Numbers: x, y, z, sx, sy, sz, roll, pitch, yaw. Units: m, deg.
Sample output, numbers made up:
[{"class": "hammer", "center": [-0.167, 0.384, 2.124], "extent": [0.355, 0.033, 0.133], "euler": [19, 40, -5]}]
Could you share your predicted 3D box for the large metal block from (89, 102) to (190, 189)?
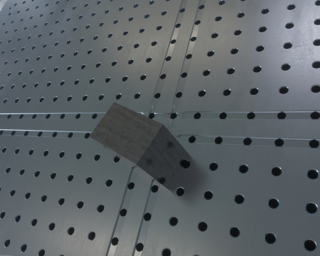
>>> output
[{"class": "large metal block", "center": [-0.023, 0.022, 0.372], "extent": [0.080, 0.080, 0.050], "euler": [25, 76, 37]}]
